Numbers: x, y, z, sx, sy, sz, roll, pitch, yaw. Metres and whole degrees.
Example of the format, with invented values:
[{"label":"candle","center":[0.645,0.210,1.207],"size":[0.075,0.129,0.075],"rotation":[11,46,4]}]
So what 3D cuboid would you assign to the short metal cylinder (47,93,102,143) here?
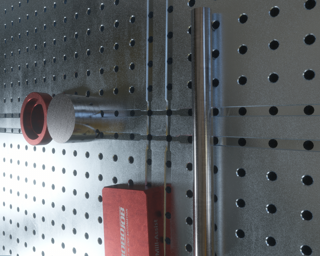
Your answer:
[{"label":"short metal cylinder","center":[-0.142,-0.015,0.511],"size":[0.080,0.050,0.080],"rotation":[0,90,40]}]

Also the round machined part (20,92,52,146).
[{"label":"round machined part","center":[-0.217,-0.017,0.578],"size":[0.098,0.042,0.097],"rotation":[0,90,40]}]

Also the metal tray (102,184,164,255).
[{"label":"metal tray","center":[-0.039,0.148,0.439],"size":[0.090,0.030,0.129],"rotation":[-5,87,40]}]

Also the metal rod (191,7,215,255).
[{"label":"metal rod","center":[0.051,0.010,0.367],"size":[0.025,0.025,0.298],"rotation":[-1,89,40]}]
